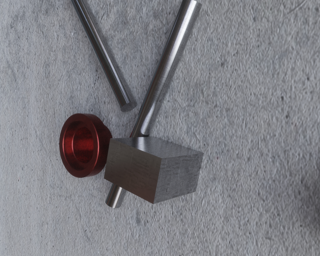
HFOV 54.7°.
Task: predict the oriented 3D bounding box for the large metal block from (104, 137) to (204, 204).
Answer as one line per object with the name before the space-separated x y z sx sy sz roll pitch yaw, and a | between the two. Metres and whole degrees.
large metal block | -0.007 0.045 0.373 0.080 0.081 0.050 17 101 38

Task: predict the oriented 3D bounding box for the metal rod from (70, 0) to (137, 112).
metal rod | -0.107 -0.155 0.490 0.025 0.025 0.299 -40 66 32

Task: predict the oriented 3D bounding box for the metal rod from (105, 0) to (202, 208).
metal rod | -0.015 -0.021 0.415 0.025 0.025 0.298 35 111 34

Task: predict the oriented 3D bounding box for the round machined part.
round machined part | -0.111 0.026 0.483 0.098 0.042 0.097 0 90 39
